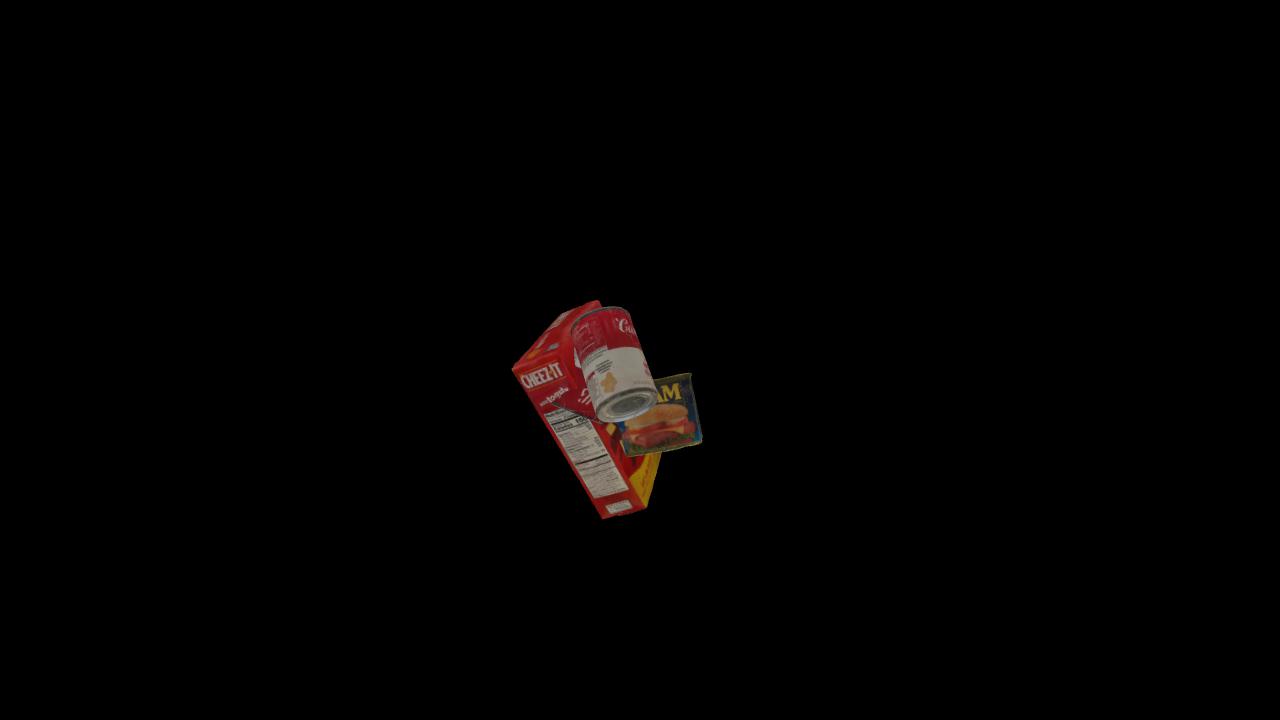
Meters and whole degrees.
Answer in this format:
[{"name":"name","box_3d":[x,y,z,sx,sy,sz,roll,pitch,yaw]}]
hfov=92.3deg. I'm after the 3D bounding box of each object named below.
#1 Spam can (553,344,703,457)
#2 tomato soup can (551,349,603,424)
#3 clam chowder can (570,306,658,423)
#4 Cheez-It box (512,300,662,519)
[{"name":"Spam can","box_3d":[0.019,0.065,0.732,0.101,0.085,0.058,-11,-3,9]},{"name":"tomato soup can","box_3d":[-0.054,0.014,0.699,0.068,0.101,0.068,22,-6,2]},{"name":"clam chowder can","box_3d":[-0.027,0.005,0.634,0.068,0.102,0.068,-15,-26,-8]},{"name":"Cheez-It box","box_3d":[-0.051,0.057,0.764,0.071,0.223,0.166,-20,20,20]}]
